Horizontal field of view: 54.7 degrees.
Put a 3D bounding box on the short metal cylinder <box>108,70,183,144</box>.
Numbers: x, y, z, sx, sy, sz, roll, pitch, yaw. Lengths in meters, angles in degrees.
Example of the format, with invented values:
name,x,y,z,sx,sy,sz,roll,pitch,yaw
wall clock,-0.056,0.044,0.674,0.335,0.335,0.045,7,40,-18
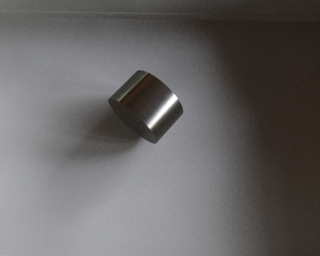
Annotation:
name,x,y,z,sx,sy,sz,roll,pitch,yaw
short metal cylinder,-0.018,-0.026,0.390,0.080,0.080,0.050,38,74,12
